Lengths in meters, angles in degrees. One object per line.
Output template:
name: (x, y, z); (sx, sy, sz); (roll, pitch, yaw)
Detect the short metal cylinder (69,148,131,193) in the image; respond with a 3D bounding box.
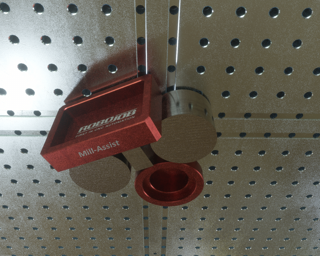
short metal cylinder: (-0.079, 0.045, 0.428); (0.081, 0.050, 0.079); (0, 130, 0)

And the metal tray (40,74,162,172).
metal tray: (-0.064, -0.007, 0.356); (0.130, 0.090, 0.030); (-18, 128, 15)

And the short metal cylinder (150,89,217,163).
short metal cylinder: (0.028, -0.001, 0.389); (0.081, 0.050, 0.079); (0, 130, 0)

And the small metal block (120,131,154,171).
small metal block: (-0.030, 0.019, 0.406); (0.025, 0.050, 0.050); (-20, 128, 16)

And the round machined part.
round machined part: (0.013, 0.069, 0.454); (0.099, 0.042, 0.097); (0, 130, 0)
